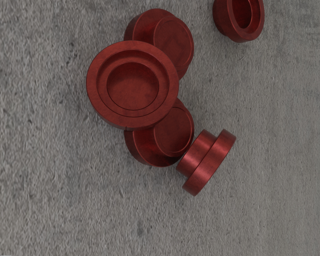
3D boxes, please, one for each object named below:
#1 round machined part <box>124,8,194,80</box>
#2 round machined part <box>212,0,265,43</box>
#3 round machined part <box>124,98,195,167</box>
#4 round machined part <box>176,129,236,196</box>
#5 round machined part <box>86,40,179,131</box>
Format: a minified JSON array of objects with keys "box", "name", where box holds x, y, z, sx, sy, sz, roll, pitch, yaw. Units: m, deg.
[{"box":[0.006,-0.104,0.398,0.099,0.042,0.097,0,90,-40],"name":"round machined part"},{"box":[0.122,-0.185,0.495,0.099,0.042,0.097,0,90,-40],"name":"round machined part"},{"box":[0.006,0.002,0.399,0.099,0.042,0.097,0,90,-40],"name":"round machined part"},{"box":[0.057,0.040,0.418,0.042,0.098,0.098,35,62,9],"name":"round machined part"},{"box":[-0.030,-0.044,0.348,0.099,0.042,0.098,1,78,-6],"name":"round machined part"}]
